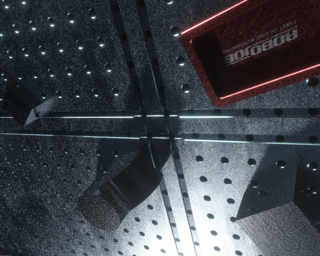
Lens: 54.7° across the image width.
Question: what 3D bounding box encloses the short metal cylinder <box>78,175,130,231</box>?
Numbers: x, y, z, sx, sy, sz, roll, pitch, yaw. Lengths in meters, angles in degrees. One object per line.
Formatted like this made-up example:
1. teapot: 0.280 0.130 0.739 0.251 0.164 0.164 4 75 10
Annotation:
1. short metal cylinder: -0.089 0.125 0.520 0.080 0.050 0.079 13 124 21

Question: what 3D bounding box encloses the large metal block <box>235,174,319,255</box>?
1. large metal block: 0.155 0.116 0.385 0.080 0.050 0.080 49 129 -7

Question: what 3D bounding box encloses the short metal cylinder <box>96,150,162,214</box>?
1. short metal cylinder: -0.045 0.076 0.446 0.080 0.080 0.050 -31 101 38

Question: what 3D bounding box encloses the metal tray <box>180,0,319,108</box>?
1. metal tray: 0.096 -0.081 0.306 0.130 0.030 0.090 -18 109 35

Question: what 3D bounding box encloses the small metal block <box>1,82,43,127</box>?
1. small metal block: -0.227 -0.038 0.507 0.050 0.025 0.050 43 129 -2
